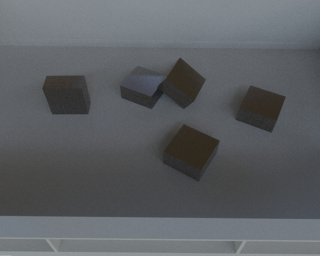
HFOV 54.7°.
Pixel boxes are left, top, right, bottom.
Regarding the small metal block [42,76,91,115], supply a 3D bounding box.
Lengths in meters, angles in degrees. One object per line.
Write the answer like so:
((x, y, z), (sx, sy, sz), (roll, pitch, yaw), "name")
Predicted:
((-0.126, -0.045, 0.425), (0.050, 0.050, 0.025), (0, 50, -1), "small metal block")

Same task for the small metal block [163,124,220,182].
((0.038, 0.029, 0.381), (0.050, 0.025, 0.050), (26, 54, 19), "small metal block")

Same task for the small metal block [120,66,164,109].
((-0.023, -0.061, 0.456), (0.050, 0.025, 0.050), (21, 53, 17), "small metal block")

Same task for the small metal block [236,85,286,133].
((0.140, -0.027, 0.430), (0.050, 0.025, 0.050), (22, 53, 17), "small metal block")

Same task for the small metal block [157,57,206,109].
((0.032, -0.064, 0.445), (0.050, 0.025, 0.050), (39, 53, -11), "small metal block")
